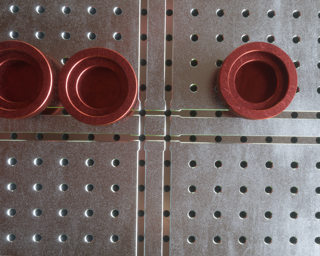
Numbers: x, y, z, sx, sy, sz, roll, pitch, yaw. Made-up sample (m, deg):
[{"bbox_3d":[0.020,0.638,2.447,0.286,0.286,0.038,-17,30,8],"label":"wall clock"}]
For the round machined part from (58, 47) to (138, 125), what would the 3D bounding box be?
[{"bbox_3d":[-0.078,-0.052,0.404,0.099,0.042,0.097,0,90,-1],"label":"round machined part"}]

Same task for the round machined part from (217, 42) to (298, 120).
[{"bbox_3d":[0.123,-0.059,0.407,0.099,0.042,0.097,0,90,-1],"label":"round machined part"}]

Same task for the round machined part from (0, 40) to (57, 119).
[{"bbox_3d":[-0.183,-0.060,0.402,0.099,0.042,0.097,0,90,-1],"label":"round machined part"}]
